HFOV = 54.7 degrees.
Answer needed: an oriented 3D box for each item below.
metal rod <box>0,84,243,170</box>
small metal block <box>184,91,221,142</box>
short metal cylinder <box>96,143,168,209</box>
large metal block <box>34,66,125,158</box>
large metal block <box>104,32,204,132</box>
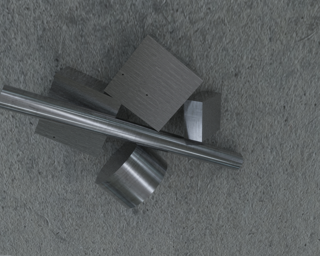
[{"bbox_3d":[-0.026,0.007,0.370,0.302,0.025,0.025,16,110,-24],"label":"metal rod"},{"bbox_3d":[0.054,-0.016,0.390,0.025,0.050,0.050,12,115,34],"label":"small metal block"},{"bbox_3d":[-0.037,0.056,0.401,0.080,0.080,0.050,-42,105,14],"label":"short metal cylinder"},{"bbox_3d":[-0.097,-0.021,0.389,0.080,0.050,0.080,24,108,-9],"label":"large metal block"},{"bbox_3d":[-0.007,-0.057,0.374,0.080,0.050,0.080,38,106,-13],"label":"large metal block"}]
